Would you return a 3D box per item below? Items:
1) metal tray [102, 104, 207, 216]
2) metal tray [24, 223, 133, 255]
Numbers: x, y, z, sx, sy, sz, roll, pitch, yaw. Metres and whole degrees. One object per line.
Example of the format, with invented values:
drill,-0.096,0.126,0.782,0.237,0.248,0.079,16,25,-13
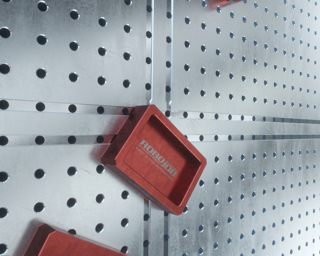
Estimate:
metal tray,-0.001,0.043,0.403,0.130,0.030,0.090,45,63,-30
metal tray,-0.087,0.168,0.332,0.130,0.030,0.090,36,68,-34
